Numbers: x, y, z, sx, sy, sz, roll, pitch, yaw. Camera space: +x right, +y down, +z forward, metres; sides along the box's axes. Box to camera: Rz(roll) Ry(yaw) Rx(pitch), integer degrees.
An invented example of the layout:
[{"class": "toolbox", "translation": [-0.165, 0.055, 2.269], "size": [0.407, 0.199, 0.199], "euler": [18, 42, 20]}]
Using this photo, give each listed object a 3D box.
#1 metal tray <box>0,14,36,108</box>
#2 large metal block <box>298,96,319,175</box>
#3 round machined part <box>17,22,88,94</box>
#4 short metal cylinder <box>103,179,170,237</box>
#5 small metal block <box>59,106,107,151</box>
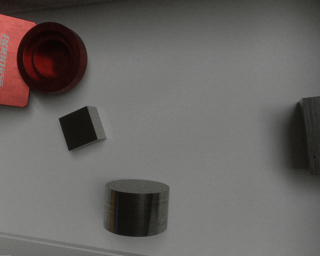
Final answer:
[{"class": "metal tray", "translation": [-0.238, -0.100, 0.460], "size": [0.091, 0.030, 0.129], "euler": [7, 93, -26]}, {"class": "large metal block", "translation": [0.197, 0.005, 0.328], "size": [0.080, 0.050, 0.080], "euler": [-6, 88, 19]}, {"class": "round machined part", "translation": [-0.150, -0.098, 0.448], "size": [0.098, 0.042, 0.097], "euler": [0, 92, 12]}, {"class": "short metal cylinder", "translation": [-0.029, 0.098, 0.391], "size": [0.080, 0.080, 0.050], "euler": [4, 92, 19]}, {"class": "small metal block", "translation": [-0.112, 0.001, 0.449], "size": [0.050, 0.025, 0.050], "euler": [-21, 83, 18]}]
